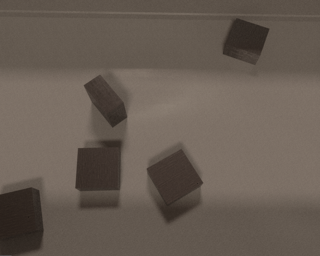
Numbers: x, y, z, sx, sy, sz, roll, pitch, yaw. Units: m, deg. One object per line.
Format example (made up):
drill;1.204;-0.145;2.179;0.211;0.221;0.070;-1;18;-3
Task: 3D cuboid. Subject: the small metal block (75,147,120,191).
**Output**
small metal block;-0.077;0.052;0.390;0.050;0.025;0.050;-1;70;-1

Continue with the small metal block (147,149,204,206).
small metal block;0.018;0.062;0.387;0.050;0.025;0.050;-29;73;-10

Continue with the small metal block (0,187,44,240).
small metal block;-0.171;0.103;0.370;0.050;0.025;0.050;-13;71;-5

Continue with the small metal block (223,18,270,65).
small metal block;0.127;-0.128;0.458;0.050;0.025;0.050;21;71;7

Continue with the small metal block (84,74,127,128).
small metal block;-0.070;-0.034;0.408;0.025;0.050;0.050;-37;75;-12
